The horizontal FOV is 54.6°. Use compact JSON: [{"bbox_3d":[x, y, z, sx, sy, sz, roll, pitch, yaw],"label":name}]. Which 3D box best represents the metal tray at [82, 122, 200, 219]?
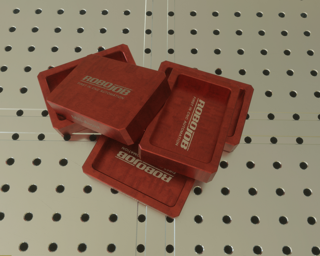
[{"bbox_3d":[-0.019,0.045,0.392,0.130,0.030,0.090,25,72,9],"label":"metal tray"}]

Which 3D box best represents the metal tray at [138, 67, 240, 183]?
[{"bbox_3d":[0.038,-0.009,0.379,0.090,0.030,0.130,19,60,7],"label":"metal tray"}]

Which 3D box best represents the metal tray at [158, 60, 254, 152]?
[{"bbox_3d":[0.050,-0.031,0.420,0.130,0.030,0.090,18,71,7],"label":"metal tray"}]

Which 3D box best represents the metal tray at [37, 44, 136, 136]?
[{"bbox_3d":[-0.091,-0.054,0.428,0.131,0.030,0.090,-21,71,-7],"label":"metal tray"}]

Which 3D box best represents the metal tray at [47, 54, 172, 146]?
[{"bbox_3d":[-0.063,-0.040,0.380,0.130,0.030,0.090,20,62,30],"label":"metal tray"}]
